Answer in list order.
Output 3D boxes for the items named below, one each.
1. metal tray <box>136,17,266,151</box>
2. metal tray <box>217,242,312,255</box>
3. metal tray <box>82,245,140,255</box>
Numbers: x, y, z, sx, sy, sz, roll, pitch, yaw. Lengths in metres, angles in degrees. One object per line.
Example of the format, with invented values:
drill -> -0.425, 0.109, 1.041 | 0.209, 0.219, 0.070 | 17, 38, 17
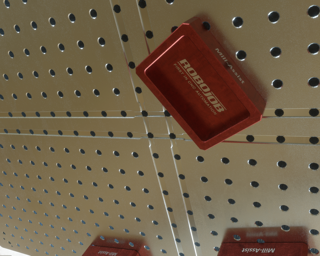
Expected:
metal tray -> 0.045, -0.046, 0.355 | 0.130, 0.030, 0.090 | 49, 129, -7
metal tray -> 0.160, 0.213, 0.455 | 0.130, 0.030, 0.090 | -15, 111, 34
metal tray -> -0.089, 0.289, 0.634 | 0.130, 0.030, 0.090 | -8, 115, 31
